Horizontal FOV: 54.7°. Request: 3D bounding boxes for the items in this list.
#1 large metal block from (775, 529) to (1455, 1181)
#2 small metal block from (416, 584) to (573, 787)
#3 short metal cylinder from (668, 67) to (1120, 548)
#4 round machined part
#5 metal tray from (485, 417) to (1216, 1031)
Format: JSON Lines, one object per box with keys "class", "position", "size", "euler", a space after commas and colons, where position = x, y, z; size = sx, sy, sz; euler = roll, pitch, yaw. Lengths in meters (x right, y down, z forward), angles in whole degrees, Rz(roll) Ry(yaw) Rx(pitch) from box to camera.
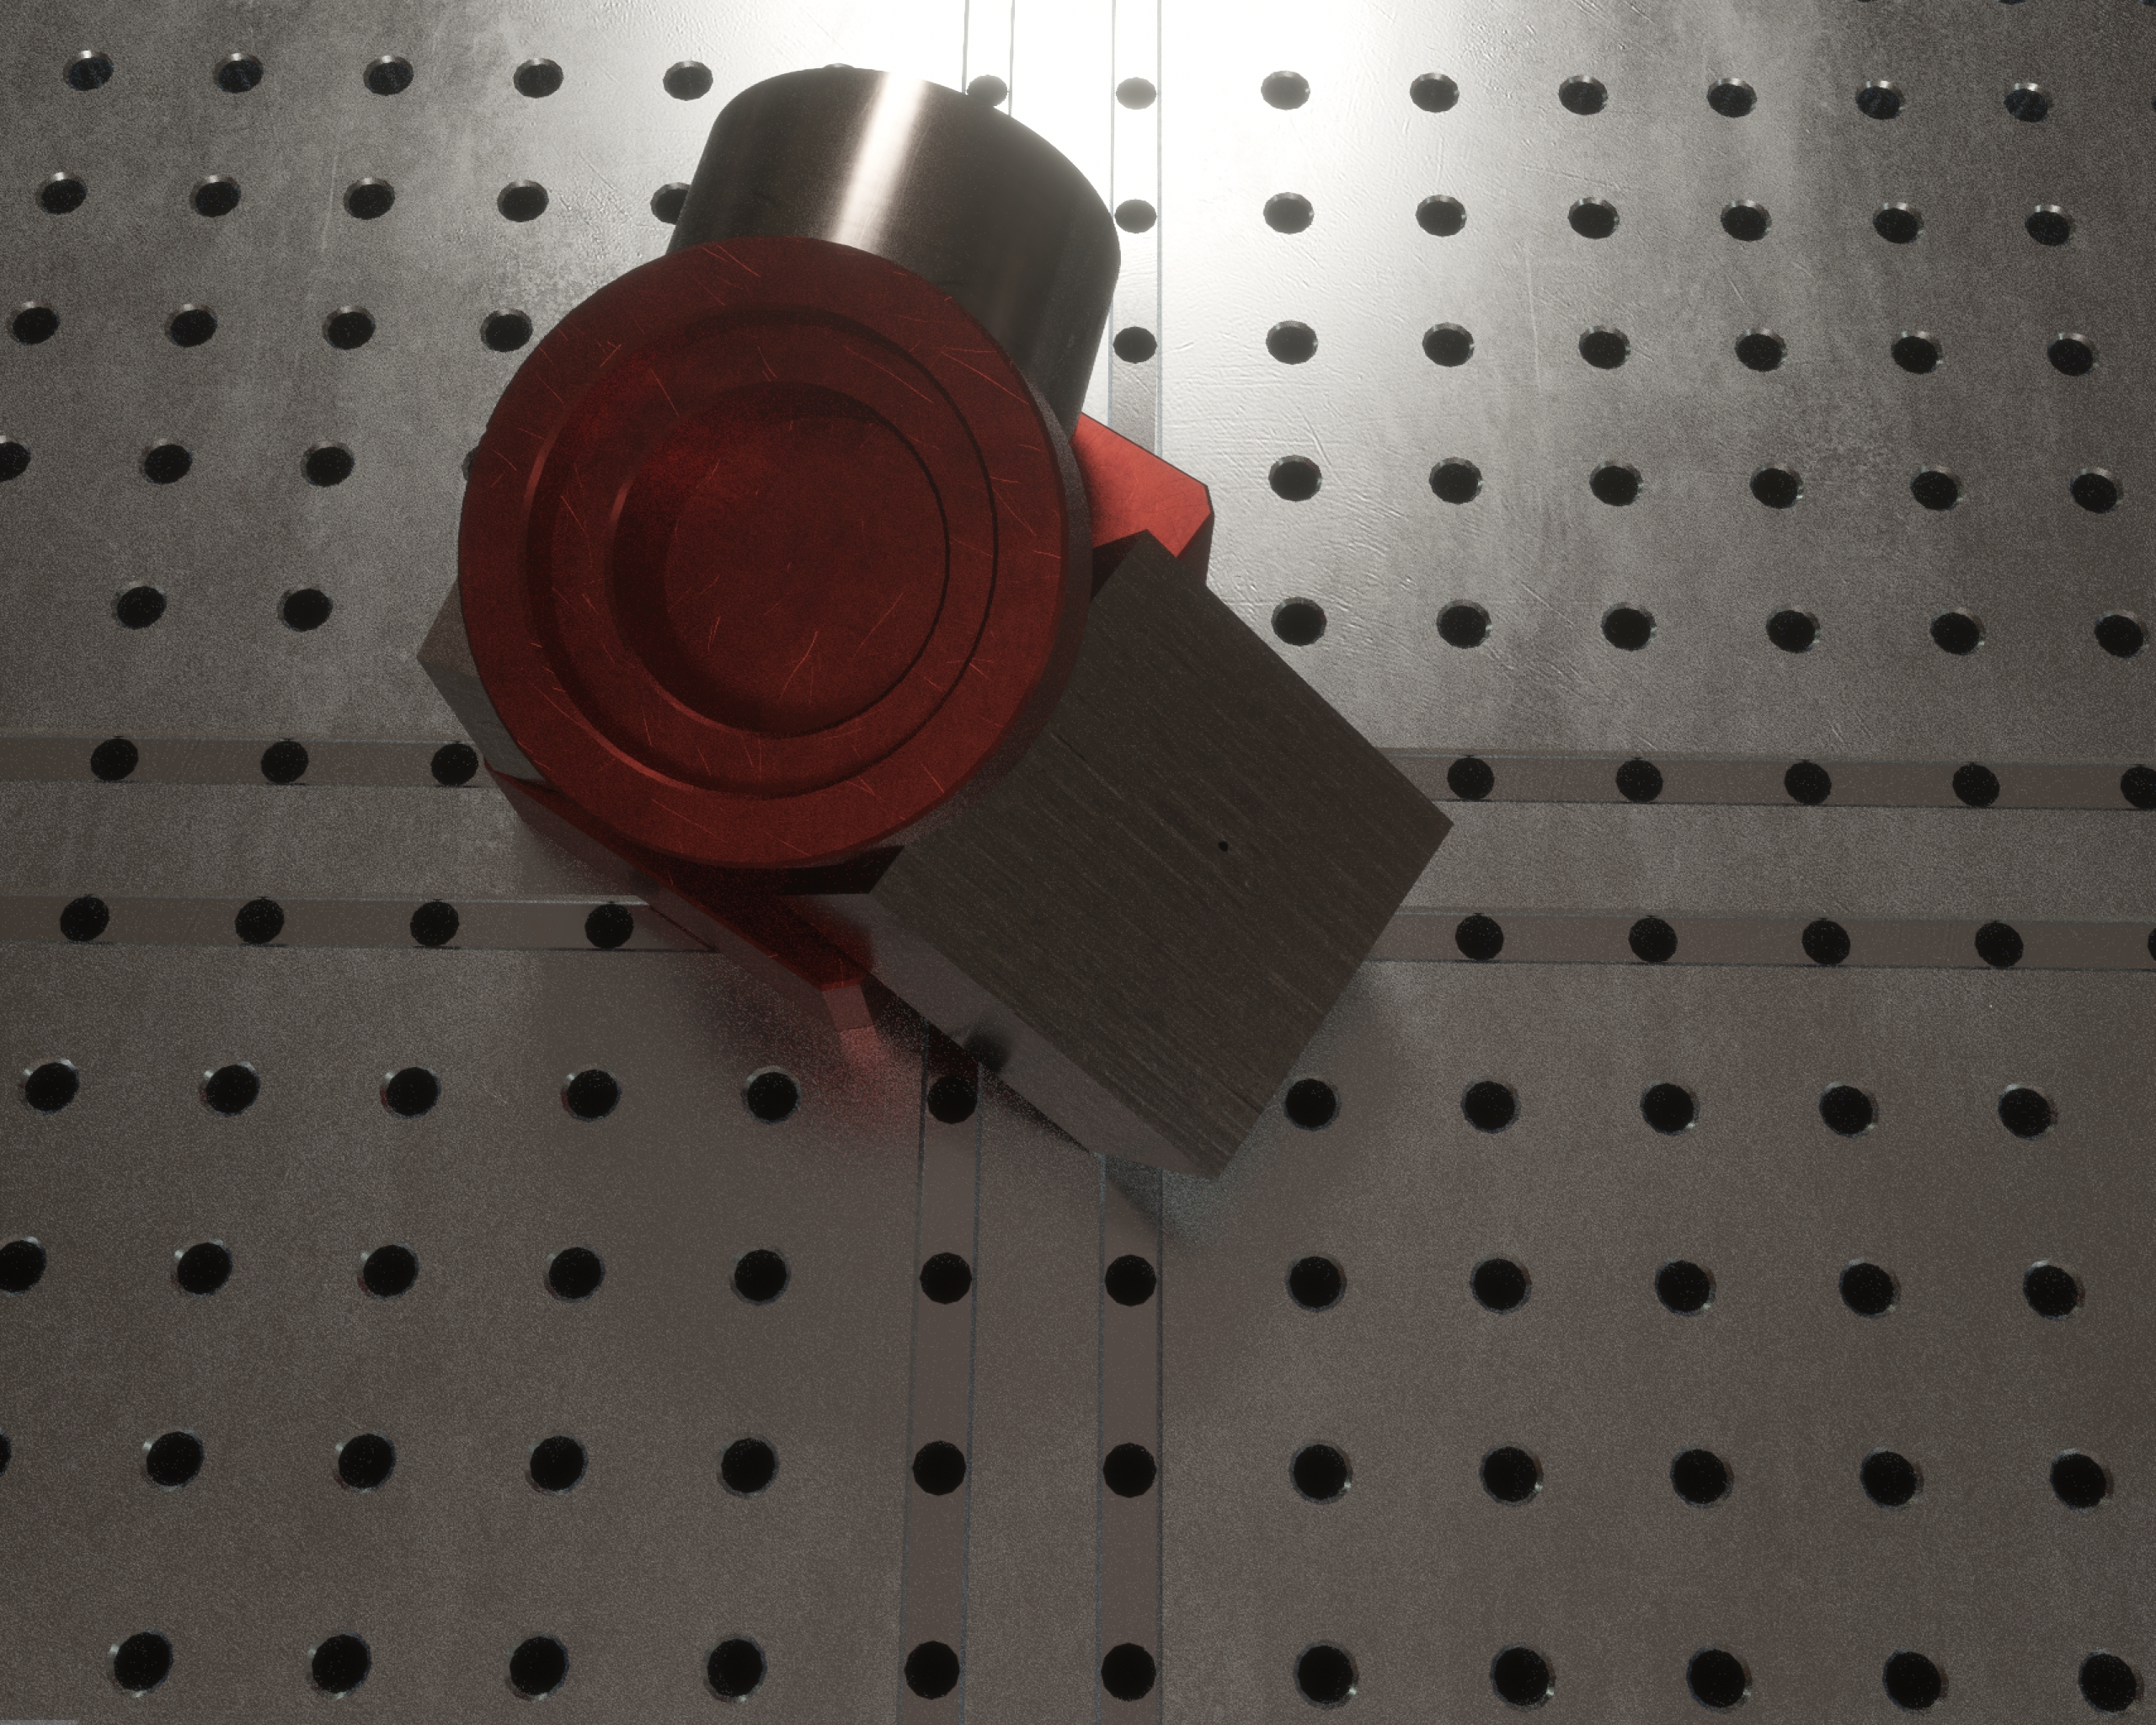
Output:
{"class": "large metal block", "position": [0.007, -0.001, 0.379], "size": [0.080, 0.050, 0.080], "euler": [42, 72, -19]}
{"class": "small metal block", "position": [-0.091, -0.044, 0.380], "size": [0.025, 0.050, 0.050], "euler": [18, 71, 6]}
{"class": "short metal cylinder", "position": [-0.037, -0.099, 0.386], "size": [0.080, 0.080, 0.050], "euler": [13, 71, 4]}
{"class": "round machined part", "position": [-0.046, -0.048, 0.340], "size": [0.098, 0.042, 0.097], "euler": [0, 90, 11]}
{"class": "metal tray", "position": [-0.044, -0.043, 0.425], "size": [0.090, 0.030, 0.130], "euler": [33, 73, 11]}
